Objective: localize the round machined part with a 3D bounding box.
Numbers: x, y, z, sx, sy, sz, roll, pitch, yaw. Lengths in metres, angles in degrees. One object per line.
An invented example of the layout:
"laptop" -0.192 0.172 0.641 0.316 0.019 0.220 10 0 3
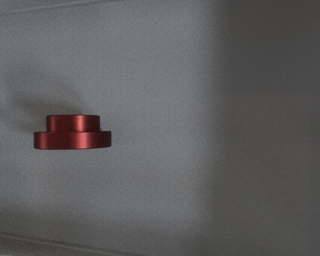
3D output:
"round machined part" -0.115 0.004 0.411 0.098 0.098 0.042 -1 90 19
